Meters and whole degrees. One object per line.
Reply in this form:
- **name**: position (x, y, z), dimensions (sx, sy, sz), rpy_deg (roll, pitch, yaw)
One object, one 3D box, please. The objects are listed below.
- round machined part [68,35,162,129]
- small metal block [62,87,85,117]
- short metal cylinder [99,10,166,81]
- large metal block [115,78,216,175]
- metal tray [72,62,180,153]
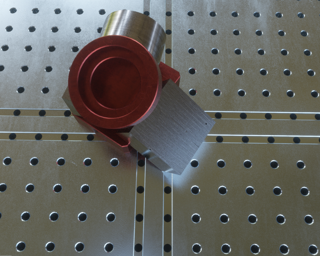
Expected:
- **round machined part**: position (-0.046, -0.048, 0.340), dimensions (0.098, 0.042, 0.097), rpy_deg (0, 90, 11)
- **small metal block**: position (-0.091, -0.044, 0.380), dimensions (0.025, 0.050, 0.050), rpy_deg (18, 71, 6)
- **short metal cylinder**: position (-0.037, -0.099, 0.386), dimensions (0.080, 0.080, 0.050), rpy_deg (13, 71, 4)
- **large metal block**: position (0.007, -0.001, 0.379), dimensions (0.080, 0.050, 0.080), rpy_deg (42, 72, -19)
- **metal tray**: position (-0.044, -0.043, 0.425), dimensions (0.090, 0.030, 0.130), rpy_deg (33, 73, 11)
